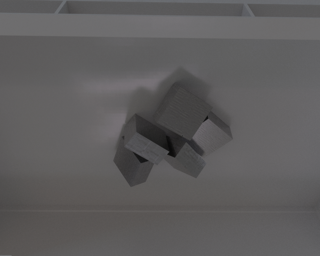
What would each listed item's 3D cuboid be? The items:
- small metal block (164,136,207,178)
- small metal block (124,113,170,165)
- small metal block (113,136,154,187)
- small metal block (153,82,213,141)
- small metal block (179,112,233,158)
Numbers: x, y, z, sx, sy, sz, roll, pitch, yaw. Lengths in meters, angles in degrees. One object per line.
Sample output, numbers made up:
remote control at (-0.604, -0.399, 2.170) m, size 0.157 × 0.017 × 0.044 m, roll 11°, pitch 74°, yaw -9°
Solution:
small metal block at (0.027, 0.038, 0.423) m, size 0.050 × 0.050 × 0.025 m, roll 45°, pitch 74°, yaw -32°
small metal block at (-0.018, 0.014, 0.400) m, size 0.050 × 0.050 × 0.025 m, roll 32°, pitch 111°, yaw -22°
small metal block at (-0.036, 0.044, 0.426) m, size 0.025 × 0.050 × 0.050 m, roll -13°, pitch 141°, yaw -38°
small metal block at (0.027, -0.020, 0.381) m, size 0.050 × 0.025 × 0.050 m, roll 29°, pitch 101°, yaw -22°
small metal block at (0.060, 0.007, 0.415) m, size 0.050 × 0.025 × 0.050 m, roll 37°, pitch 121°, yaw -27°
